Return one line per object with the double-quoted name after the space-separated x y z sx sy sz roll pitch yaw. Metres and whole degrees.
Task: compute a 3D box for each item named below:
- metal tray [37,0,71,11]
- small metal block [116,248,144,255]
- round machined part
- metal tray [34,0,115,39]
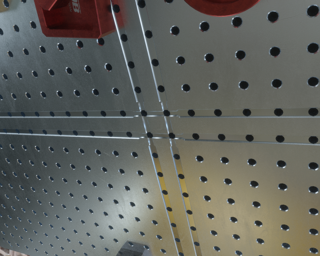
-0.126 -0.200 0.310 0.090 0.030 0.130 -31 102 38 "metal tray"
-0.055 0.267 0.605 0.050 0.025 0.050 1 119 27 "small metal block"
0.060 -0.153 0.274 0.098 0.042 0.097 13 124 21 "round machined part"
-0.107 -0.173 0.357 0.090 0.030 0.129 9 122 23 "metal tray"
